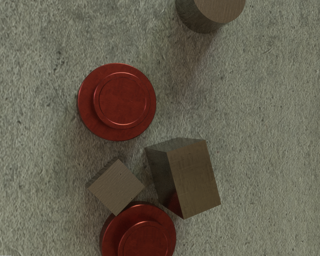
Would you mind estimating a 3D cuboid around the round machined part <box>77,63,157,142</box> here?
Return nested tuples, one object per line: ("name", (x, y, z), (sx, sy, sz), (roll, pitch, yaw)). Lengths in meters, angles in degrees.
("round machined part", (-0.050, -0.032, 0.382), (0.099, 0.042, 0.097), (0, 90, -21))

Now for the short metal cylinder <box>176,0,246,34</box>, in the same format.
("short metal cylinder", (0.068, -0.176, 0.422), (0.081, 0.050, 0.079), (0, 90, -21))

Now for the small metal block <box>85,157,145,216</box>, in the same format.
("small metal block", (-0.056, 0.073, 0.389), (0.050, 0.025, 0.050), (-45, 104, -15))

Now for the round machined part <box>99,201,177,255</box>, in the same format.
("round machined part", (-0.024, 0.146, 0.392), (0.099, 0.042, 0.097), (0, 90, -20))

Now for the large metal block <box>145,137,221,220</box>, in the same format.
("large metal block", (0.026, 0.058, 0.391), (0.050, 0.080, 0.080), (-16, 96, -20))
